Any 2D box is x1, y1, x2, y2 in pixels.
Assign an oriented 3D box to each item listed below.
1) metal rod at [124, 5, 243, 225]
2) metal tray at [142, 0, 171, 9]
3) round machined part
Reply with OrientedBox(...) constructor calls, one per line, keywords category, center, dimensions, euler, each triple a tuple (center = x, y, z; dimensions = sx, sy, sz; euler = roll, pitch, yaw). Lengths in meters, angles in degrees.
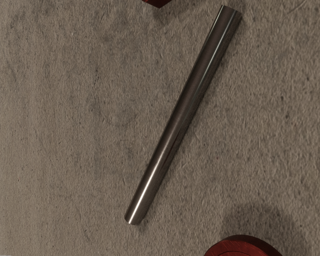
OrientedBox(category="metal rod", center=(0.020, -0.001, 0.386), dimensions=(0.025, 0.025, 0.298), euler=(37, 113, 33))
OrientedBox(category="metal tray", center=(0.026, -0.220, 0.378), dimensions=(0.130, 0.030, 0.090), euler=(-20, 77, 38))
OrientedBox(category="round machined part", center=(0.093, 0.158, 0.316), dimensions=(0.098, 0.042, 0.097), euler=(0, 90, 39))
